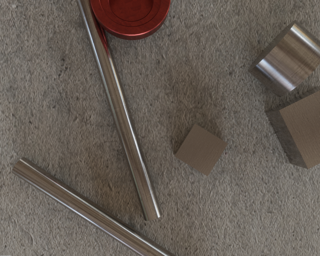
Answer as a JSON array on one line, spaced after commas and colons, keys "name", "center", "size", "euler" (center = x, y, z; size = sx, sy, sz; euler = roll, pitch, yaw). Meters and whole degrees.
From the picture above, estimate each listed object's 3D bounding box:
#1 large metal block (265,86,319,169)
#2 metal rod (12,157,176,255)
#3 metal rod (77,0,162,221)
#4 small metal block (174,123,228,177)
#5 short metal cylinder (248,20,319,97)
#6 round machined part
[{"name": "large metal block", "center": [0.198, -0.004, 0.400], "size": [0.080, 0.050, 0.080], "euler": [-26, 90, -1]}, {"name": "metal rod", "center": [-0.060, 0.131, 0.409], "size": [0.301, 0.025, 0.025], "euler": [33, 90, -1]}, {"name": "metal rod", "center": [-0.053, -0.025, 0.409], "size": [0.025, 0.025, 0.298], "euler": [-17, 90, 0]}, {"name": "small metal block", "center": [0.053, 0.028, 0.411], "size": [0.050, 0.025, 0.050], "euler": [32, 90, -1]}, {"name": "short metal cylinder", "center": [0.157, -0.085, 0.385], "size": [0.050, 0.080, 0.080], "euler": [41, 90, -1]}, {"name": "round machined part", "center": [-0.037, -0.161, 0.399], "size": [0.099, 0.042, 0.097], "euler": [0, 89, -4]}]
